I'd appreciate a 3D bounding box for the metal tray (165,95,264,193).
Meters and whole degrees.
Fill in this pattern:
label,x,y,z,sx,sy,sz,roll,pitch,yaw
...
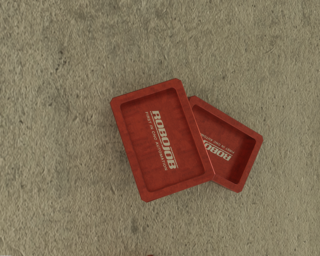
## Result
label,x,y,z,sx,sy,sz,roll,pitch,yaw
metal tray,0.072,0.024,0.432,0.131,0.030,0.090,28,81,-18

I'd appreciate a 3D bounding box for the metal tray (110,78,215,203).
label,x,y,z,sx,sy,sz,roll,pitch,yaw
metal tray,0.002,0.014,0.378,0.091,0.030,0.129,-18,82,-5
